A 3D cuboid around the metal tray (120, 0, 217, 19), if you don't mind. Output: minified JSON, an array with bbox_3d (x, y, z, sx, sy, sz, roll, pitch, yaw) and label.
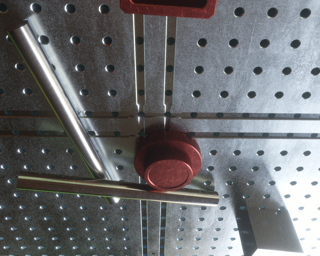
[{"bbox_3d":[0.011,-0.166,0.267,0.091,0.030,0.129,3,130,-3],"label":"metal tray"}]

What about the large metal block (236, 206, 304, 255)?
[{"bbox_3d":[0.188,0.189,0.540,0.081,0.080,0.050,9,130,-8],"label":"large metal block"}]

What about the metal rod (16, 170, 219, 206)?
[{"bbox_3d":[-0.049,0.093,0.464,0.302,0.025,0.025,10,130,-19],"label":"metal rod"}]

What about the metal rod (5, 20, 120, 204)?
[{"bbox_3d":[-0.112,0.004,0.413,0.025,0.025,0.299,-11,130,9],"label":"metal rod"}]

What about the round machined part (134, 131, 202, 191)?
[{"bbox_3d":[0.011,0.054,0.447,0.099,0.042,0.097,-1,130,0],"label":"round machined part"}]
